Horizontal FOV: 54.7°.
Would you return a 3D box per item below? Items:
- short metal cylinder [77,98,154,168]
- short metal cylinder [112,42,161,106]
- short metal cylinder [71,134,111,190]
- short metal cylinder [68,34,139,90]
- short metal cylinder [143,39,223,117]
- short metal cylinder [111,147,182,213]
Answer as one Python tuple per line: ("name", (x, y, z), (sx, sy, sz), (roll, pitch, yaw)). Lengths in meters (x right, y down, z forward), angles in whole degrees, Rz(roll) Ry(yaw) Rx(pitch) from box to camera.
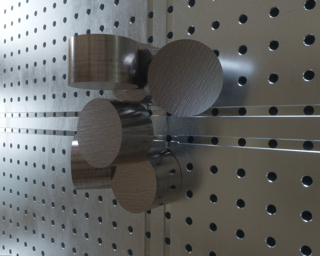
("short metal cylinder", (-0.055, 0.006, 0.372), (0.080, 0.050, 0.079), (0, 90, 40))
("short metal cylinder", (-0.021, -0.069, 0.410), (0.080, 0.050, 0.079), (1, 91, 40))
("short metal cylinder", (-0.093, 0.047, 0.444), (0.050, 0.080, 0.080), (-2, 89, -4))
("short metal cylinder", (-0.065, -0.073, 0.360), (0.080, 0.081, 0.050), (1, 91, 40))
("short metal cylinder", (0.023, -0.055, 0.345), (0.050, 0.081, 0.079), (-138, 56, -78))
("short metal cylinder", (-0.019, 0.067, 0.408), (0.080, 0.050, 0.079), (1, 91, 39))
